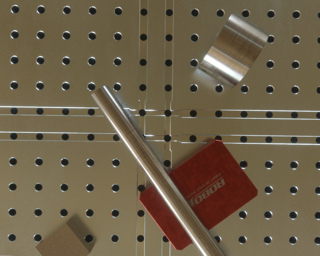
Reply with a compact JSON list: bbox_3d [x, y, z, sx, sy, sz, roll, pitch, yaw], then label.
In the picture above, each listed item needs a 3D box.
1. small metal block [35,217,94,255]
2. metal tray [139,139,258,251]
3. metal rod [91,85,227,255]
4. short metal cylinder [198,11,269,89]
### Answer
[{"bbox_3d":[-0.126,0.158,0.412,0.050,0.025,0.050,-38,91,0],"label":"small metal block"},{"bbox_3d":[0.050,0.086,0.412,0.130,0.030,0.090,-36,91,-1],"label":"metal tray"},{"bbox_3d":[0.011,0.077,0.383,0.025,0.025,0.299,-35,90,0],"label":"metal rod"},{"bbox_3d":[0.090,-0.096,0.387,0.050,0.080,0.080,32,90,-1],"label":"short metal cylinder"}]
